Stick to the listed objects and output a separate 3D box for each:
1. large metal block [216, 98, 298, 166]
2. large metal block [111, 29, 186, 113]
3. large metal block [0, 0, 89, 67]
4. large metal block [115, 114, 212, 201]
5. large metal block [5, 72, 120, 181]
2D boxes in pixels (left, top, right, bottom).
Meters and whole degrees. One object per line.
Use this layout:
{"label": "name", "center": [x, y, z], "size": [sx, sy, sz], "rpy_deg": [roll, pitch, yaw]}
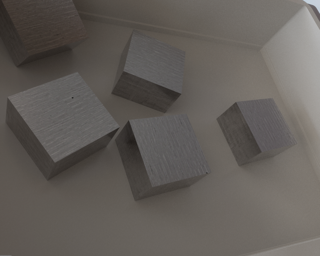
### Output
{"label": "large metal block", "center": [0.145, 0.004, 0.468], "size": [0.081, 0.050, 0.080], "rpy_deg": [-8, 66, -32]}
{"label": "large metal block", "center": [-0.014, -0.078, 0.431], "size": [0.081, 0.050, 0.080], "rpy_deg": [20, 54, -17]}
{"label": "large metal block", "center": [-0.146, -0.129, 0.372], "size": [0.081, 0.050, 0.080], "rpy_deg": [-33, 105, -38]}
{"label": "large metal block", "center": [0.002, 0.033, 0.372], "size": [0.081, 0.050, 0.080], "rpy_deg": [-8, 66, -32]}
{"label": "large metal block", "center": [-0.105, -0.004, 0.336], "size": [0.081, 0.050, 0.080], "rpy_deg": [-32, 80, -38]}
